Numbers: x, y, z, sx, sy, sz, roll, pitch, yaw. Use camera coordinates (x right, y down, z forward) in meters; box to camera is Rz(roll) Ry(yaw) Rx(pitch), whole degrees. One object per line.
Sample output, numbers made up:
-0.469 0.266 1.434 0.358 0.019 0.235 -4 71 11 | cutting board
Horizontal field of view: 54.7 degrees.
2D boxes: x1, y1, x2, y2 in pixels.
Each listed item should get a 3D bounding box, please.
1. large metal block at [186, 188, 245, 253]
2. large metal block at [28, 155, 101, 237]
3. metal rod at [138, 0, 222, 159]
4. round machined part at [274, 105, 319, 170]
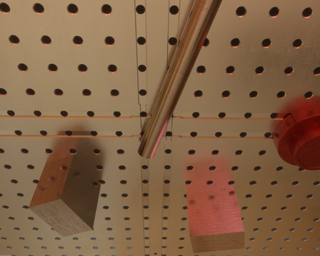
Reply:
0.089 0.150 0.504 0.080 0.080 0.050 -8 130 6 | large metal block
-0.136 0.101 0.460 0.050 0.080 0.080 -18 128 14 | large metal block
0.026 -0.074 0.348 0.025 0.025 0.298 14 129 -12 | metal rod
0.210 0.020 0.419 0.099 0.042 0.097 0 130 0 | round machined part
